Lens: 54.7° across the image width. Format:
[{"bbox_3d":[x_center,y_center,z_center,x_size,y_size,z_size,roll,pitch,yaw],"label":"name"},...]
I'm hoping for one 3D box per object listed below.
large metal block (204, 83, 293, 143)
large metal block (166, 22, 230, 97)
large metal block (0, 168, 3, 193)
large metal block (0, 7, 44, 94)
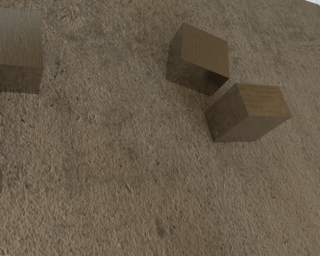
[{"bbox_3d":[0.124,-0.019,0.447,0.081,0.080,0.050,0,62,-28],"label":"large metal block"},{"bbox_3d":[0.059,-0.106,0.484,0.081,0.050,0.080,18,55,-18],"label":"large metal block"},{"bbox_3d":[-0.192,0.026,0.268,0.081,0.050,0.080,-16,70,-34],"label":"large metal block"},{"bbox_3d":[-0.177,-0.087,0.345,0.081,0.050,0.080,1,61,-28],"label":"large metal block"}]
